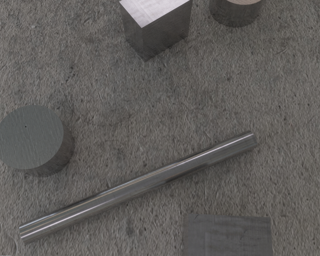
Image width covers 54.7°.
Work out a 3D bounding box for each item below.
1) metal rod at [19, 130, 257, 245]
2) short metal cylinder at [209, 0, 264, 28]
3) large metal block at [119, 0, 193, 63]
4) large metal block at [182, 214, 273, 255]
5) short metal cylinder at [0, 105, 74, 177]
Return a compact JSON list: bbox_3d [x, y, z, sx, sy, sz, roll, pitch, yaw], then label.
[{"bbox_3d":[-0.019,0.069,0.382,0.302,0.025,0.025,-22,72,-8],"label":"metal rod"},{"bbox_3d":[0.118,-0.201,0.469,0.081,0.050,0.080,0,70,0],"label":"short metal cylinder"},{"bbox_3d":[-0.005,-0.151,0.434,0.080,0.080,0.050,-34,74,-12],"label":"large metal block"},{"bbox_3d":[0.067,0.123,0.335,0.080,0.080,0.050,2,70,1],"label":"large metal block"},{"bbox_3d":[-0.154,0.018,0.387,0.081,0.050,0.080,0,70,0],"label":"short metal cylinder"}]
